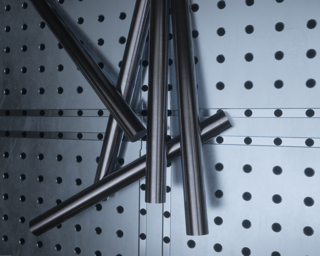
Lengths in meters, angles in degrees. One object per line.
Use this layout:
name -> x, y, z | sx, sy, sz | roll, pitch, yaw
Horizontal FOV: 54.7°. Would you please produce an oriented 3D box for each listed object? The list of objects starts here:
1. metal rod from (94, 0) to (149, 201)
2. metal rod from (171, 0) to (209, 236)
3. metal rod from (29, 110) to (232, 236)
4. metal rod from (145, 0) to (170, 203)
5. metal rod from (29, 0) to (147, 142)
metal rod -> -0.051, -0.045, 0.429 | 0.025, 0.025, 0.298 | 16, 95, 19
metal rod -> 0.033, -0.028, 0.373 | 0.025, 0.025, 0.298 | -7, 78, 19
metal rod -> -0.045, 0.063, 0.407 | 0.300, 0.025, 0.025 | -30, 80, 9
metal rod -> -0.002, -0.061, 0.383 | 0.025, 0.025, 0.298 | -1, 83, 19
metal rod -> -0.113, -0.102, 0.433 | 0.025, 0.025, 0.300 | -43, 71, 15
